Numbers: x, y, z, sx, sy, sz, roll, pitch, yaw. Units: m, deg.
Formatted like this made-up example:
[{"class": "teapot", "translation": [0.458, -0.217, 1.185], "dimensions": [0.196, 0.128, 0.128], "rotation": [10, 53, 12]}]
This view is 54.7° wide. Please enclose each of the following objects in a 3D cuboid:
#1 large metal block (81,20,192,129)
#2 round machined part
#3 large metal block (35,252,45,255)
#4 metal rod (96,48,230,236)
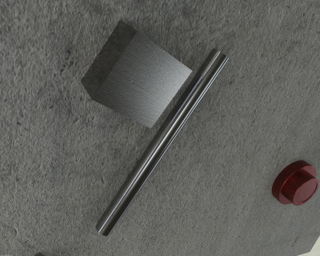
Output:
[{"class": "large metal block", "translation": [-0.026, -0.057, 0.342], "dimensions": [0.080, 0.050, 0.080], "rotation": [27, 103, -38]}, {"class": "round machined part", "translation": [0.279, 0.117, 0.625], "dimensions": [0.099, 0.042, 0.097], "rotation": [-14, 125, -21]}, {"class": "large metal block", "translation": [-0.176, 0.235, 0.422], "dimensions": [0.080, 0.080, 0.050], "rotation": [-37, 130, -4]}, {"class": "metal rod", "translation": [-0.003, 0.027, 0.423], "dimensions": [0.025, 0.025, 0.299], "rotation": [24, 105, -37]}]
